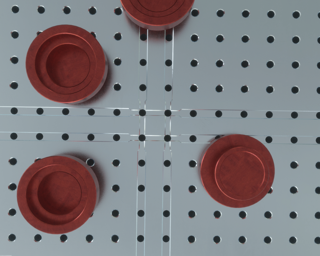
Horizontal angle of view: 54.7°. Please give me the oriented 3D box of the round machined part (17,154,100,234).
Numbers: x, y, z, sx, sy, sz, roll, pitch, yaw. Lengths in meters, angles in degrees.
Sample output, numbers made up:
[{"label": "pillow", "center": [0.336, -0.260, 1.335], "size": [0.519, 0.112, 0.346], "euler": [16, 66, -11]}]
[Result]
[{"label": "round machined part", "center": [-0.128, 0.083, 0.403], "size": [0.099, 0.042, 0.097], "euler": [0, 90, -1]}]

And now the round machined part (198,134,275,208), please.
[{"label": "round machined part", "center": [0.102, 0.057, 0.406], "size": [0.099, 0.042, 0.097], "euler": [0, 90, -1]}]

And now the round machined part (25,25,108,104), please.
[{"label": "round machined part", "center": [-0.117, -0.080, 0.403], "size": [0.099, 0.042, 0.097], "euler": [0, 90, -1]}]

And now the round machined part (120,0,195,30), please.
[{"label": "round machined part", "center": [-0.003, -0.176, 0.405], "size": [0.099, 0.042, 0.097], "euler": [0, 90, -1]}]
